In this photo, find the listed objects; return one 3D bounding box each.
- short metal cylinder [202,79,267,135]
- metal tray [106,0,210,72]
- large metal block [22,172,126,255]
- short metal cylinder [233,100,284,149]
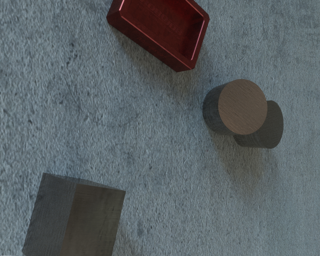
[{"bbox_3d":[0.111,-0.029,0.464,0.081,0.050,0.080,1,87,-18],"label":"short metal cylinder"},{"bbox_3d":[0.004,-0.143,0.403,0.131,0.030,0.090,28,72,-36],"label":"metal tray"},{"bbox_3d":[-0.084,0.091,0.298,0.050,0.080,0.080,19,78,-39],"label":"large metal block"},{"bbox_3d":[0.167,-0.006,0.528,0.081,0.050,0.080,0,90,-40],"label":"short metal cylinder"}]
